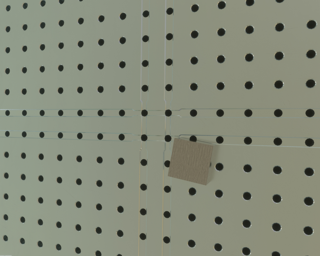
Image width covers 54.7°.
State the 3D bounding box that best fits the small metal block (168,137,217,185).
[{"bbox_3d":[0.042,0.041,0.397,0.050,0.025,0.050,11,94,19],"label":"small metal block"}]
